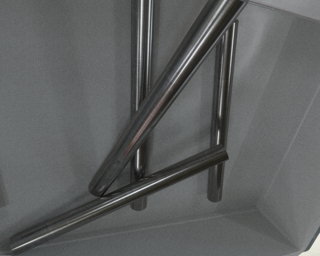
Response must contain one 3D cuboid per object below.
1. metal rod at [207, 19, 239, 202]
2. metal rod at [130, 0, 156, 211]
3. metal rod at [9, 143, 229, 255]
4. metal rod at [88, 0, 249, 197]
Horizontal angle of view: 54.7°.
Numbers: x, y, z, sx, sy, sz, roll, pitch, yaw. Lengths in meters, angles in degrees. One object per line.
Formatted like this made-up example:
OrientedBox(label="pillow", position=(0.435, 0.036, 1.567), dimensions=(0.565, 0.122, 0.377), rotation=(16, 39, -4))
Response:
OrientedBox(label="metal rod", position=(0.088, -0.005, 0.455), dimensions=(0.025, 0.025, 0.298), rotation=(-16, 125, -20))
OrientedBox(label="metal rod", position=(-0.024, -0.013, 0.388), dimensions=(0.025, 0.025, 0.298), rotation=(-11, 123, -23))
OrientedBox(label="metal rod", position=(-0.050, 0.092, 0.412), dimensions=(0.302, 0.025, 0.025), rotation=(-24, 128, -4))
OrientedBox(label="metal rod", position=(-0.015, -0.008, 0.320), dimensions=(0.025, 0.025, 0.298), rotation=(6, 140, -32))
